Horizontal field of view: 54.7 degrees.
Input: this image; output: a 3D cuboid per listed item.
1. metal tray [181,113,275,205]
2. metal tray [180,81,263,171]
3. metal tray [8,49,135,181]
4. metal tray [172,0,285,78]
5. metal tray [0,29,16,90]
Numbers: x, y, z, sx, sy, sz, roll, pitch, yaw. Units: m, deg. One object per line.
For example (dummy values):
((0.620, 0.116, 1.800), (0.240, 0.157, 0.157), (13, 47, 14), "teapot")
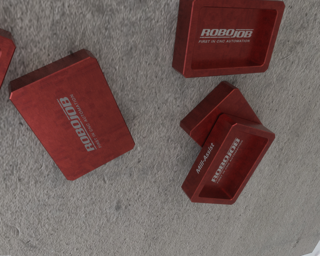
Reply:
((0.098, 0.050, 0.447), (0.091, 0.030, 0.129), (13, 112, -34), "metal tray")
((0.100, 0.004, 0.461), (0.090, 0.030, 0.130), (-45, 129, 3), "metal tray")
((-0.092, -0.010, 0.347), (0.090, 0.030, 0.129), (-28, 128, -11), "metal tray")
((0.084, -0.112, 0.379), (0.131, 0.030, 0.089), (-8, 122, -24), "metal tray")
((-0.202, -0.060, 0.256), (0.131, 0.030, 0.090), (17, 109, -35), "metal tray")
